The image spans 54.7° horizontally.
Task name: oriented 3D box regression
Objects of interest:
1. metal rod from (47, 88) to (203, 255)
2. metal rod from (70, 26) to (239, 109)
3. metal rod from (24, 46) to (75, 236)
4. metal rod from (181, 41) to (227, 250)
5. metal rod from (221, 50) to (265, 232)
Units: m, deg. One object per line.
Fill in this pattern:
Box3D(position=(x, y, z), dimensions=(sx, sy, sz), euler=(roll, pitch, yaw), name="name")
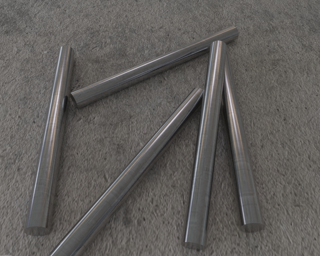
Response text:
Box3D(position=(-0.027, 0.048, 0.362), dimensions=(0.025, 0.025, 0.301), euler=(27, 55, 21), name="metal rod")
Box3D(position=(0.004, -0.103, 0.489), dimensions=(0.302, 0.025, 0.025), euler=(-27, 55, -21), name="metal rod")
Box3D(position=(-0.138, -0.010, 0.409), dimensions=(0.025, 0.025, 0.300), euler=(-4, 50, -3), name="metal rod")
Box3D(position=(0.061, -0.004, 0.390), dimensions=(0.025, 0.025, 0.300), euler=(9, 55, 7), name="metal rod")
Box3D(position=(0.097, -0.012, 0.413), dimensions=(0.025, 0.025, 0.300), euler=(1, 50, 0), name="metal rod")
